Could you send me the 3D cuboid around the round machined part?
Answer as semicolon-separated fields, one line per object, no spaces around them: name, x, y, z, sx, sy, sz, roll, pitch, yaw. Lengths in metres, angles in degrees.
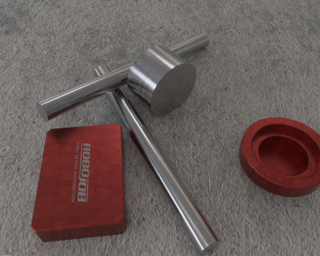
round machined part;0.141;0.037;0.362;0.099;0.042;0.098;0;50;0

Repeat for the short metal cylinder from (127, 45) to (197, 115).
short metal cylinder;0.003;-0.065;0.422;0.080;0.080;0.050;-33;57;-24

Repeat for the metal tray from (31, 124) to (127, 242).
metal tray;-0.086;0.056;0.352;0.091;0.030;0.130;-4;50;-4

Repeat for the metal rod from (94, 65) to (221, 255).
metal rod;-0.020;0.016;0.389;0.025;0.025;0.300;-22;53;-17

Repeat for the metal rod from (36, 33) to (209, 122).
metal rod;-0.032;-0.085;0.448;0.302;0.025;0.025;-32;57;-34
